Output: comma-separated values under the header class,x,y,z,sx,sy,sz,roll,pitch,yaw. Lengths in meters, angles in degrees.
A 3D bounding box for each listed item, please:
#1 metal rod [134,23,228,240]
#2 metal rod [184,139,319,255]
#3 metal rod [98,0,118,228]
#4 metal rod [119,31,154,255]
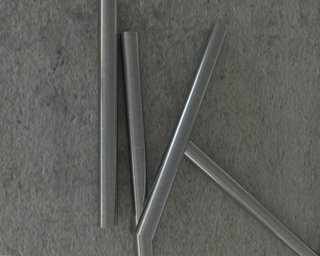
class,x,y,z,sx,sy,sz,roll,pitch,yaw
metal rod,0.033,-0.006,0.407,0.025,0.025,0.299,26,76,-19
metal rod,0.140,0.118,0.462,0.300,0.025,0.025,41,77,-16
metal rod,-0.065,-0.028,0.385,0.025,0.025,0.298,0,90,-20
metal rod,-0.029,0.029,0.399,0.025,0.025,0.298,-5,92,-20
